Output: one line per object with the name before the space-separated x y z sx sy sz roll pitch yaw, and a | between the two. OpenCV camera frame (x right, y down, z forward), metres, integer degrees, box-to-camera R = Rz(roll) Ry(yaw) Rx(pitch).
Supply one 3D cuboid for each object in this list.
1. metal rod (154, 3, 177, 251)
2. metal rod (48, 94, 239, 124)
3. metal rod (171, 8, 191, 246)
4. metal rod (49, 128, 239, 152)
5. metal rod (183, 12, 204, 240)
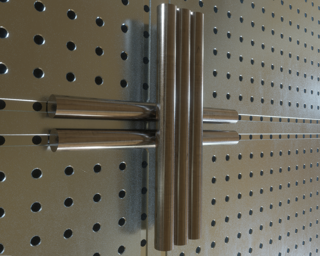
metal rod | 0.007 -0.001 0.385 0.025 0.025 0.298 1 90 -40
metal rod | 0.005 -0.020 0.415 0.302 0.025 0.025 1 90 -40
metal rod | 0.026 -0.002 0.401 0.025 0.025 0.298 1 90 -40
metal rod | 0.006 0.014 0.417 0.302 0.025 0.025 1 90 -40
metal rod | 0.045 -0.003 0.417 0.025 0.025 0.298 1 90 -40
